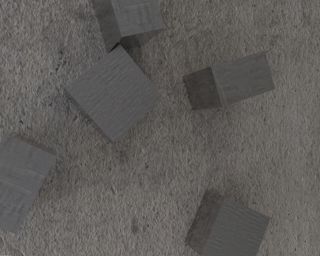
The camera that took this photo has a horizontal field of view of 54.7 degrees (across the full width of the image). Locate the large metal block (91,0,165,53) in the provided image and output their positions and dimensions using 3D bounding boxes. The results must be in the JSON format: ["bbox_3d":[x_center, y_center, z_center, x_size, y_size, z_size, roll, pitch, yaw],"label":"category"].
[{"bbox_3d":[-0.042,-0.140,0.364,0.050,0.080,0.080,-19,97,-19],"label":"large metal block"}]

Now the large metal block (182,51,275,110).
[{"bbox_3d":[0.088,-0.061,0.412,0.081,0.080,0.050,-19,97,-19],"label":"large metal block"}]

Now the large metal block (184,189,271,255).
[{"bbox_3d":[0.093,0.142,0.430,0.080,0.050,0.080,27,81,-18],"label":"large metal block"}]

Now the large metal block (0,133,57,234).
[{"bbox_3d":[-0.152,0.052,0.324,0.050,0.080,0.080,28,81,-18],"label":"large metal block"}]

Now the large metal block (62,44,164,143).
[{"bbox_3d":[-0.057,-0.039,0.374,0.080,0.050,0.080,-43,104,-15],"label":"large metal block"}]
